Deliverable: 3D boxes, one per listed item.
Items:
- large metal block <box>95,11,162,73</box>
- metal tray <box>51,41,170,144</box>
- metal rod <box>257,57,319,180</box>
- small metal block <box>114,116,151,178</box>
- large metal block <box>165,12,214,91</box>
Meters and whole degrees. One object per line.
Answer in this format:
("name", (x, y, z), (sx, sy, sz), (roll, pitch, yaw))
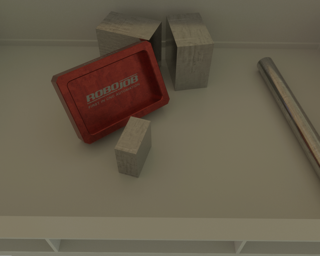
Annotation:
("large metal block", (-0.044, -0.121, 0.471), (0.080, 0.080, 0.050), (16, 52, 12))
("metal tray", (-0.059, -0.048, 0.401), (0.131, 0.090, 0.030), (-29, 24, -23))
("metal rod", (0.190, 0.011, 0.398), (0.025, 0.025, 0.300), (-7, 50, -6))
("small metal block", (-0.030, 0.023, 0.369), (0.025, 0.050, 0.050), (14, 51, 11))
("large metal block", (0.041, -0.114, 0.466), (0.050, 0.080, 0.080), (-7, 51, -7))
